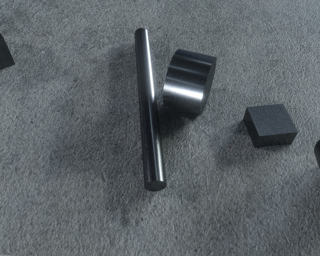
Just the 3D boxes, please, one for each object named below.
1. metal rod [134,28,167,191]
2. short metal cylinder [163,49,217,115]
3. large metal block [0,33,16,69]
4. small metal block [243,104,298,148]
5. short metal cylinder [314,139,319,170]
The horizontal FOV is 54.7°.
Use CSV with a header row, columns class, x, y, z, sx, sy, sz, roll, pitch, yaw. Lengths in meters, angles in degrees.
class,x,y,z,sx,sy,sz,roll,pitch,yaw
metal rod,-0.018,-0.049,0.444,0.025,0.025,0.300,-4,50,-4
short metal cylinder,0.041,-0.062,0.420,0.050,0.080,0.080,16,52,13
large metal block,-0.291,-0.127,0.490,0.081,0.050,0.080,-28,56,-22
small metal block,0.144,-0.003,0.408,0.050,0.025,0.050,-5,50,-5
short metal cylinder,0.219,0.038,0.338,0.081,0.080,0.050,2,50,1
